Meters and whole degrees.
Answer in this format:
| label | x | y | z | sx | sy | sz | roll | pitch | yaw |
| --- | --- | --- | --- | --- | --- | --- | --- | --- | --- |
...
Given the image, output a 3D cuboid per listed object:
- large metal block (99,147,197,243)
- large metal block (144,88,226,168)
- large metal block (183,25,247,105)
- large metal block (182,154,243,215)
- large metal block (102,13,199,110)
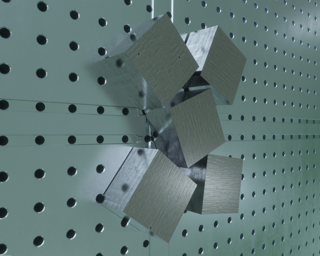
| label | x | y | z | sx | sy | sz | roll | pitch | yaw |
| --- | --- | --- | --- | --- | --- | --- | --- | --- | --- |
| large metal block | -0.012 | 0.080 | 0.380 | 0.080 | 0.050 | 0.080 | 45 | 63 | -30 |
| large metal block | 0.036 | -0.002 | 0.421 | 0.081 | 0.050 | 0.080 | -28 | 108 | -36 |
| large metal block | 0.075 | -0.087 | 0.453 | 0.080 | 0.050 | 0.080 | 33 | 70 | -38 |
| large metal block | 0.073 | 0.080 | 0.453 | 0.081 | 0.050 | 0.080 | 12 | 83 | -40 |
| large metal block | -0.009 | -0.080 | 0.384 | 0.080 | 0.050 | 0.080 | -51 | 120 | -27 |
